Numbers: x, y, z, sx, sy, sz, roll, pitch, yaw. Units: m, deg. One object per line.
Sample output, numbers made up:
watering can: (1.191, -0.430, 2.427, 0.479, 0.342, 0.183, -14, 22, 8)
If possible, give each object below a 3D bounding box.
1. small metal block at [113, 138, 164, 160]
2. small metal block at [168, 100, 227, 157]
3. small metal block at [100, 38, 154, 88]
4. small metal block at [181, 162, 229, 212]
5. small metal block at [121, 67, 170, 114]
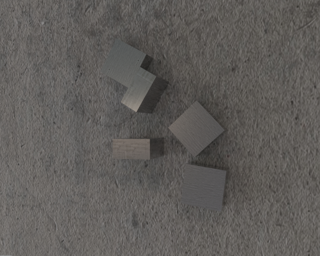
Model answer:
small metal block: (-0.027, 0.026, 0.405, 0.050, 0.050, 0.025, -1, 90, 20)
small metal block: (0.048, 0.001, 0.392, 0.050, 0.025, 0.050, -44, 76, 14)
small metal block: (-0.045, -0.087, 0.425, 0.050, 0.025, 0.050, 31, 100, 17)
small metal block: (0.057, 0.072, 0.389, 0.050, 0.025, 0.050, 8, 93, 19)
small metal block: (-0.018, -0.047, 0.402, 0.025, 0.050, 0.050, 33, 101, 17)
